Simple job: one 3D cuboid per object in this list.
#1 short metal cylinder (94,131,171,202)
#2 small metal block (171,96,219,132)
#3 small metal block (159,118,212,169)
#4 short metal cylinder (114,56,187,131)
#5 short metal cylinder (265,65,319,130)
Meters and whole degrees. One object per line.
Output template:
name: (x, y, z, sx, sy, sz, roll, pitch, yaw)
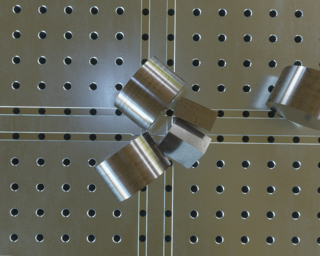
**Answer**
short metal cylinder: (-0.034, 0.047, 0.386, 0.080, 0.080, 0.050, -35, 90, 0)
small metal block: (0.043, -0.017, 0.401, 0.050, 0.050, 0.025, 24, 90, 0)
small metal block: (0.030, 0.021, 0.398, 0.050, 0.050, 0.025, 32, 56, 0)
short metal cylinder: (-0.012, -0.042, 0.386, 0.050, 0.080, 0.080, 40, 90, 0)
short metal cylinder: (0.182, -0.036, 0.387, 0.080, 0.080, 0.050, 27, 90, 0)
